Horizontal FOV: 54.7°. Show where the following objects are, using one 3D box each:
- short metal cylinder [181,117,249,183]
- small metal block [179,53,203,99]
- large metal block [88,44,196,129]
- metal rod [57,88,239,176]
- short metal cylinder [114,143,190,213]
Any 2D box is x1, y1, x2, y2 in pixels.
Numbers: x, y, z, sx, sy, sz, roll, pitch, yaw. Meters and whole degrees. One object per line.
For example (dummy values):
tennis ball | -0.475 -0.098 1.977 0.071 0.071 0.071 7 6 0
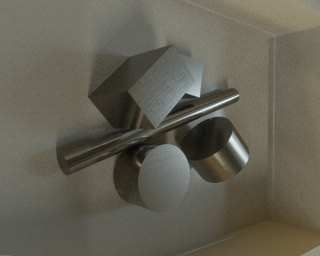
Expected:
short metal cylinder | 0.077 0.030 0.437 0.050 0.080 0.080 51 60 -29
small metal block | 0.032 -0.071 0.433 0.050 0.025 0.050 11 83 -40
large metal block | -0.021 -0.045 0.354 0.080 0.080 0.050 -51 121 -28
metal rod | 0.009 -0.008 0.415 0.302 0.025 0.025 -23 105 -38
short metal cylinder | -0.009 0.059 0.382 0.081 0.050 0.079 0 90 -40
